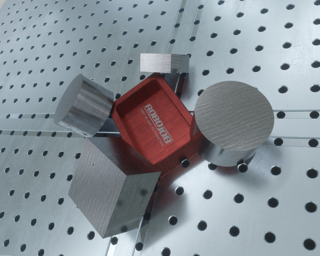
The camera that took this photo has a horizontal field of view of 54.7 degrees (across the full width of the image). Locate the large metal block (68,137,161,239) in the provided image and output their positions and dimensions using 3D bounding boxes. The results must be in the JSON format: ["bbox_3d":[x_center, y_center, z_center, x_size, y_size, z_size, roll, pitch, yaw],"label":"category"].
[{"bbox_3d":[-0.055,0.065,0.359,0.080,0.050,0.079,35,112,38],"label":"large metal block"}]

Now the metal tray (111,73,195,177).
[{"bbox_3d":[-0.007,-0.007,0.412,0.090,0.030,0.130,-35,51,4],"label":"metal tray"}]

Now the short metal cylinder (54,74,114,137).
[{"bbox_3d":[-0.111,-0.031,0.451,0.080,0.050,0.080,-36,38,35],"label":"short metal cylinder"}]

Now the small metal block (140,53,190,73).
[{"bbox_3d":[0.007,-0.093,0.442,0.050,0.050,0.025,10,104,32],"label":"small metal block"}]

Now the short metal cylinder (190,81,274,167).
[{"bbox_3d":[0.075,-0.004,0.335,0.081,0.050,0.080,1,65,-1],"label":"short metal cylinder"}]
